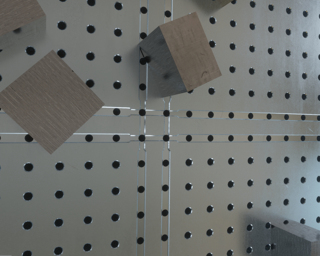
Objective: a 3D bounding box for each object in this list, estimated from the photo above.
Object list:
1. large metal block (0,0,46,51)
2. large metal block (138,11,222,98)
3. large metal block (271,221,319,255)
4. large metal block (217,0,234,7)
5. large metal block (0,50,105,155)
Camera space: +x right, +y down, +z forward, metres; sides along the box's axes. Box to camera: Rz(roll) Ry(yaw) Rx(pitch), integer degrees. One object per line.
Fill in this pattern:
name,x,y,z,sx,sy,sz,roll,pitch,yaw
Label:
large metal block,-0.181,-0.132,0.332,0.080,0.050,0.080,-33,101,-17
large metal block,0.023,-0.088,0.393,0.050,0.080,0.080,-27,99,-18
large metal block,0.214,0.194,0.465,0.050,0.080,0.079,1,90,-20
large metal block,0.095,-0.236,0.435,0.080,0.050,0.080,38,78,-17
large metal block,-0.124,-0.028,0.354,0.080,0.050,0.080,-46,105,-14
